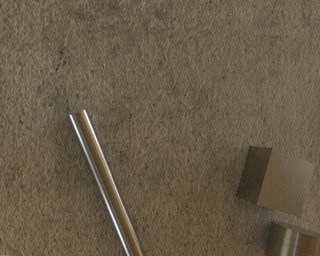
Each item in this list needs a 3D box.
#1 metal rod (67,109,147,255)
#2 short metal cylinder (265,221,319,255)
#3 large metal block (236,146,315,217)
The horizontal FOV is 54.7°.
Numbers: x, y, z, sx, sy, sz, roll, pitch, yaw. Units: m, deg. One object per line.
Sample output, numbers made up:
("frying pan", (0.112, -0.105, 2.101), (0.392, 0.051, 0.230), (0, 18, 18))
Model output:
("metal rod", (-0.048, 0.120, 0.391), (0.025, 0.025, 0.299), (-23, 98, -19))
("short metal cylinder", (0.200, 0.174, 0.454), (0.081, 0.080, 0.050), (17, 85, -19))
("large metal block", (0.170, 0.078, 0.459), (0.080, 0.050, 0.080), (20, 83, -19))
